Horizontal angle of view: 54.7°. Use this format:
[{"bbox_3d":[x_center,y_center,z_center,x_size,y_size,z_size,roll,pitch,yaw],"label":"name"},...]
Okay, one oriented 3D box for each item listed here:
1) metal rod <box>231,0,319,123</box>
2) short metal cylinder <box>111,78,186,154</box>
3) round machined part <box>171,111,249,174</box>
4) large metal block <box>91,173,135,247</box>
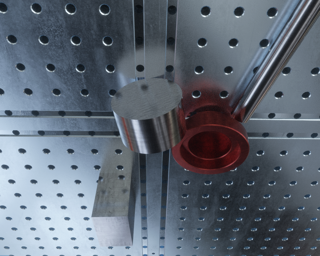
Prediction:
[{"bbox_3d":[0.151,-0.122,0.309,0.025,0.025,0.298,14,129,-12],"label":"metal rod"},{"bbox_3d":[-0.012,-0.016,0.362,0.080,0.080,0.050,-6,130,5],"label":"short metal cylinder"},{"bbox_3d":[0.065,0.016,0.410,0.099,0.042,0.097,3,135,3],"label":"round machined part"},{"bbox_3d":[-0.069,0.127,0.483,0.050,0.080,0.079,-1,130,1],"label":"large metal block"}]
